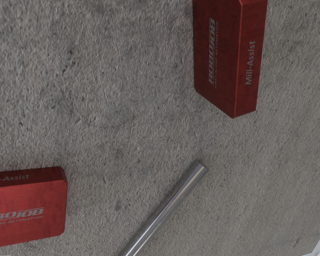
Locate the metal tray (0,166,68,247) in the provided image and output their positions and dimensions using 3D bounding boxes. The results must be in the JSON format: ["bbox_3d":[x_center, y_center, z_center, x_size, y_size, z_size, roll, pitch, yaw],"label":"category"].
[{"bbox_3d":[-0.180,0.096,0.364,0.131,0.030,0.089,-3,120,-27],"label":"metal tray"}]

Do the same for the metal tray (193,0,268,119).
[{"bbox_3d":[0.073,-0.087,0.350,0.030,0.090,0.129,-18,126,-18],"label":"metal tray"}]

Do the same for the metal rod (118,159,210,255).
[{"bbox_3d":[-0.024,0.173,0.501,0.025,0.025,0.299,31,101,-38],"label":"metal rod"}]
